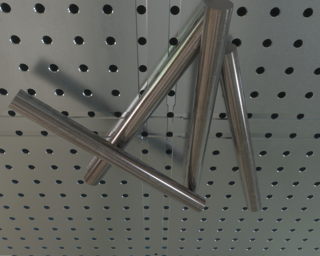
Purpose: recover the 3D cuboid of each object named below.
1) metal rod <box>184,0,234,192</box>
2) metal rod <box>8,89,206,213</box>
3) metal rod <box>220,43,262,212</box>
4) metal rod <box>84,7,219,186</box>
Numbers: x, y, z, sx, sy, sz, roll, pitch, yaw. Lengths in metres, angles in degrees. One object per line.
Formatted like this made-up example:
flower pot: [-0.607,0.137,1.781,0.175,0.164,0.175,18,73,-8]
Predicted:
metal rod: [0.051,-0.008,0.386,0.025,0.025,0.298,1,136,-1]
metal rod: [-0.051,0.042,0.412,0.301,0.025,0.025,34,122,-26]
metal rod: [0.115,0.023,0.431,0.025,0.025,0.299,-13,129,11]
metal rod: [-0.025,-0.018,0.395,0.025,0.025,0.298,26,126,-20]
